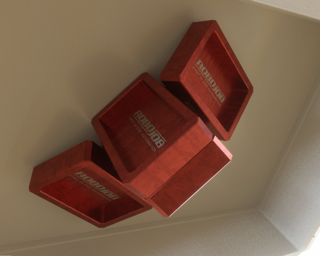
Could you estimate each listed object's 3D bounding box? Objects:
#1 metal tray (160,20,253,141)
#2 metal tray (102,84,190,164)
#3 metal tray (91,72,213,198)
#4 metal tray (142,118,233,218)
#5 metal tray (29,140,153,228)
[{"bbox_3d":[0.065,-0.054,0.384,0.130,0.030,0.090,46,66,-39],"label":"metal tray"},{"bbox_3d":[0.000,0.014,0.413,0.130,0.030,0.090,-43,130,1],"label":"metal tray"},{"bbox_3d":[-0.016,0.000,0.329,0.090,0.130,0.030,-42,129,1],"label":"metal tray"},{"bbox_3d":[0.017,0.035,0.355,0.090,0.130,0.030,-42,106,0],"label":"metal tray"},{"bbox_3d":[-0.080,0.076,0.385,0.090,0.030,0.130,-27,133,19],"label":"metal tray"}]
